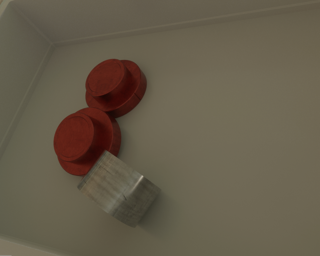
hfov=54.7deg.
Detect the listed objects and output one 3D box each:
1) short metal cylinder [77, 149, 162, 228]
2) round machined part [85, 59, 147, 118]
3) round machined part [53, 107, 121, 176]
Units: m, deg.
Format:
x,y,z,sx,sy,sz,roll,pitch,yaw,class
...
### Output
x,y,z,sx,sy,sz,roll,pitch,yaw,class
-0.045,0.068,0.351,0.080,0.080,0.050,28,77,37,short metal cylinder
-0.073,-0.066,0.472,0.098,0.042,0.098,-13,56,20,round machined part
-0.106,0.017,0.426,0.098,0.042,0.098,-9,70,25,round machined part
